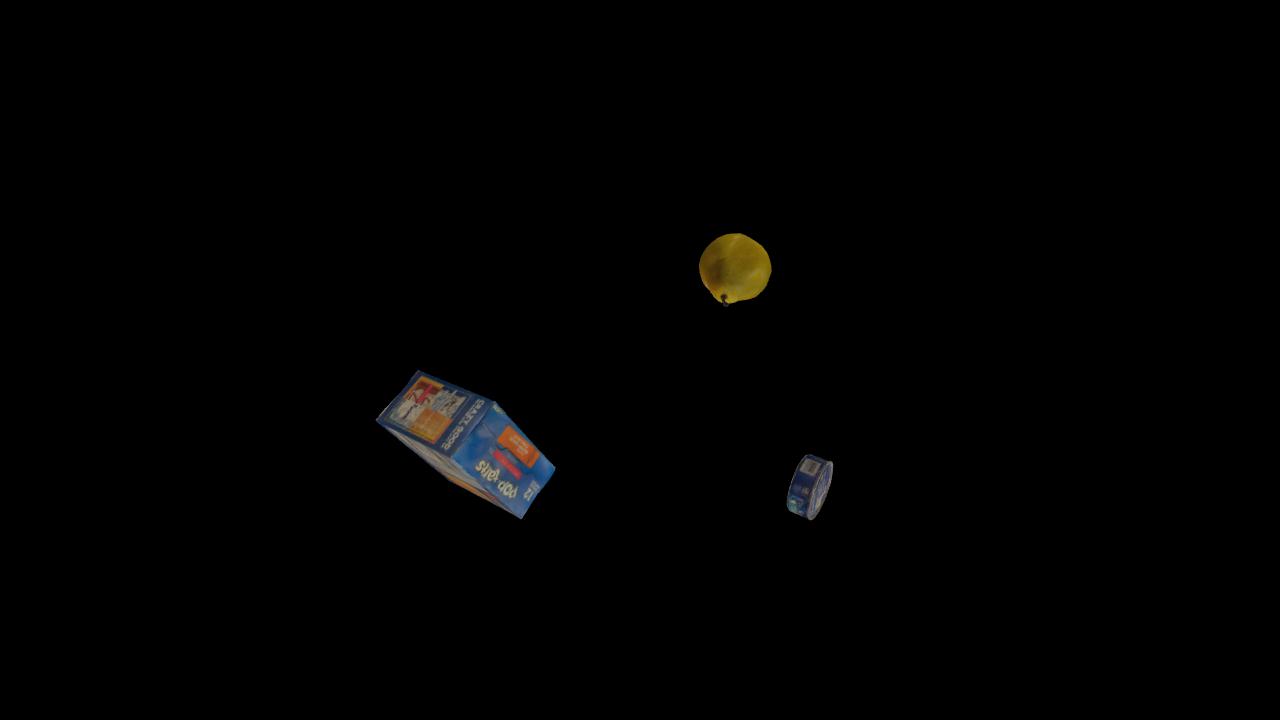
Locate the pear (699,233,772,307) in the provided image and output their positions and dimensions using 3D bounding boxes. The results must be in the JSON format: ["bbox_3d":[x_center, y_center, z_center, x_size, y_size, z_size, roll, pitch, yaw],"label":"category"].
[{"bbox_3d":[0.096,-0.090,0.675,0.080,0.080,0.111,0,32,34],"label":"pear"}]

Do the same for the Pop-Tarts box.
[{"bbox_3d":[-0.210,0.106,0.762,0.141,0.083,0.167,17,-28,33],"label":"Pop-Tarts box"}]

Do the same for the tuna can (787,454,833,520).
[{"bbox_3d":[0.230,0.171,0.831,0.034,0.084,0.084,19,10,30],"label":"tuna can"}]
